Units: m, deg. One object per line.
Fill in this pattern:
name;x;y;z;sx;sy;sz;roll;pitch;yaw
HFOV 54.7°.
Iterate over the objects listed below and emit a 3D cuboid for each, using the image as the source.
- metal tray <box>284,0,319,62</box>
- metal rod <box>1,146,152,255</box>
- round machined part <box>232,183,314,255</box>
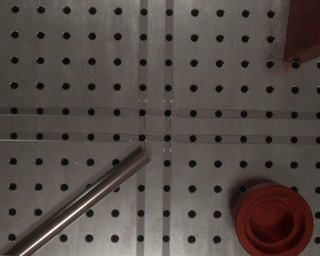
metal tray;0.194;-0.155;0.383;0.030;0.090;0.129;7;90;0
metal rod;-0.137;0.127;0.411;0.300;0.025;0.025;-38;91;-1
round machined part;0.143;0.120;0.407;0.099;0.042;0.097;0;90;-1
